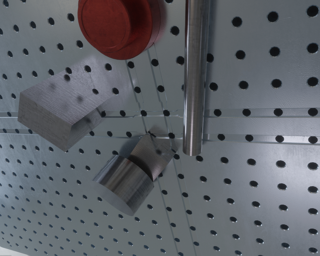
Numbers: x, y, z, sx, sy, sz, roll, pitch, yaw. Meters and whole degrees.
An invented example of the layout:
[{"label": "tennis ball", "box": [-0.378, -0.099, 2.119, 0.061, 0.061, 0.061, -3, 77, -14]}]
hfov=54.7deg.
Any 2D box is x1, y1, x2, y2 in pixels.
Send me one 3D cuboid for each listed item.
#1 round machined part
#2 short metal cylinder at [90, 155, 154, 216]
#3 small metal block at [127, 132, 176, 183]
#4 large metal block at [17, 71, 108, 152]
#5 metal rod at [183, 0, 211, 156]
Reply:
[{"label": "round machined part", "box": [-0.053, -0.124, 0.351, 0.098, 0.042, 0.097, 13, 124, 21]}, {"label": "short metal cylinder", "box": [-0.056, 0.085, 0.459, 0.080, 0.050, 0.080, 29, 152, 18]}, {"label": "small metal block", "box": [-0.014, 0.042, 0.445, 0.050, 0.025, 0.050, 38, 129, 2]}, {"label": "large metal block", "box": [-0.134, -0.025, 0.431, 0.080, 0.080, 0.050, 32, 129, 7]}, {"label": "metal rod", "box": [0.039, -0.098, 0.329, 0.025, 0.025, 0.298, 12, 124, 21]}]
